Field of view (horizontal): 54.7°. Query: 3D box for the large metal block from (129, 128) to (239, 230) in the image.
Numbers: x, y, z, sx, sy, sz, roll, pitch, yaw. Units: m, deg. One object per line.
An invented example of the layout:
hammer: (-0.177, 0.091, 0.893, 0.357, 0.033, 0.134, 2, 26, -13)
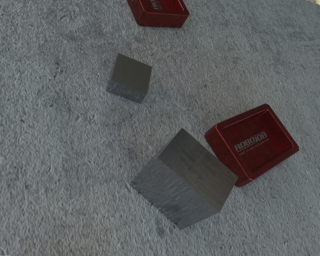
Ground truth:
large metal block: (0.024, 0.059, 0.345, 0.080, 0.080, 0.050, 42, 51, 0)

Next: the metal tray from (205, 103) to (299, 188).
metal tray: (0.140, 0.021, 0.462, 0.131, 0.030, 0.090, -20, 73, -36)

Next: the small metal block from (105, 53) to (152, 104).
small metal block: (-0.042, -0.068, 0.422, 0.050, 0.025, 0.050, 20, 54, -17)

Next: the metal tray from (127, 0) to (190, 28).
metal tray: (-0.014, -0.233, 0.534, 0.091, 0.030, 0.130, -9, 66, -32)
